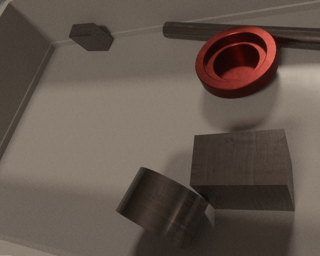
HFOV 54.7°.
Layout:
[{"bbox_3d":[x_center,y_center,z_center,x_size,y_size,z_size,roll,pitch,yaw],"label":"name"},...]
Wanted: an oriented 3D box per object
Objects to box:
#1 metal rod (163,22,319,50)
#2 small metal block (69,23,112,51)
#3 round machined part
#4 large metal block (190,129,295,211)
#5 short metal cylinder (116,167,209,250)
[{"bbox_3d":[0.132,-0.123,0.411,0.300,0.025,0.025,16,70,34],"label":"metal rod"},{"bbox_3d":[-0.122,-0.159,0.547,0.050,0.050,0.025,8,78,31],"label":"small metal block"},{"bbox_3d":[0.098,-0.077,0.390,0.098,0.042,0.098,-13,56,20],"label":"round machined part"},{"bbox_3d":[0.083,0.044,0.300,0.080,0.080,0.050,-5,60,25],"label":"large metal block"},{"bbox_3d":[0.002,0.082,0.318,0.080,0.080,0.050,19,72,35],"label":"short metal cylinder"}]
